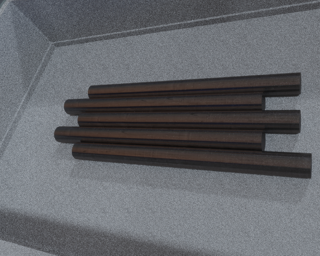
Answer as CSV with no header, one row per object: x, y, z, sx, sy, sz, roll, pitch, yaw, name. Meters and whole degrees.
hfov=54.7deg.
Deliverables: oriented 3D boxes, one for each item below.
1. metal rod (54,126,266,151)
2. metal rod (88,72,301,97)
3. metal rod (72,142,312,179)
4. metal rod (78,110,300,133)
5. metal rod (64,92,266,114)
-0.020,0.012,0.406,0.300,0.025,0.025,1,62,28,metal rod
0.027,-0.053,0.421,0.300,0.025,0.025,1,62,28,metal rod
0.015,0.035,0.373,0.300,0.025,0.025,1,62,28,metal rod
0.017,-0.009,0.400,0.300,0.025,0.025,1,62,28,metal rod
-0.013,-0.032,0.429,0.300,0.025,0.025,1,62,28,metal rod
